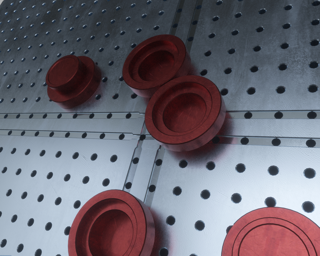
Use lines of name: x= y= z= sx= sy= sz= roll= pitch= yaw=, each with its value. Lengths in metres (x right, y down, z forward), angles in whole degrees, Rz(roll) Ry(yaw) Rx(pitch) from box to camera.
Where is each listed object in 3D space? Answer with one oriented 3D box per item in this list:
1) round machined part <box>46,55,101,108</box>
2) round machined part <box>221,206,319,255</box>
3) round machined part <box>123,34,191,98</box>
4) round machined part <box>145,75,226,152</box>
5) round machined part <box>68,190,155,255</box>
round machined part: x=-0.153 y=-0.085 z=0.528 sx=0.098 sy=0.042 sz=0.098 roll=-13 pitch=56 yaw=20
round machined part: x=0.102 y=0.117 z=0.272 sx=0.098 sy=0.042 sz=0.098 roll=-13 pitch=56 yaw=20
round machined part: x=-0.001 y=-0.084 z=0.448 sx=0.098 sy=0.042 sz=0.098 roll=-13 pitch=56 yaw=20
round machined part: x=0.034 y=-0.015 z=0.387 sx=0.098 sy=0.042 sz=0.098 roll=-13 pitch=56 yaw=20
round machined part: x=-0.050 y=0.122 z=0.347 sx=0.098 sy=0.042 sz=0.098 roll=-13 pitch=56 yaw=20
